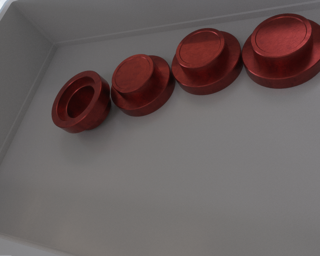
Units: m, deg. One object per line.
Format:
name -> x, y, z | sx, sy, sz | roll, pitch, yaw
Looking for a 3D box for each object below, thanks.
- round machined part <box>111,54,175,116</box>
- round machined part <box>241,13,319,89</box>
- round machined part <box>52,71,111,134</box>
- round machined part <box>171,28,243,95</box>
round machined part -> -0.031, -0.069, 0.454 | 0.098, 0.042, 0.098 | -13, 56, 21
round machined part -> 0.149, -0.100, 0.378 | 0.098, 0.042, 0.098 | -13, 56, 21
round machined part -> -0.114, -0.035, 0.472 | 0.098, 0.042, 0.098 | -17, 55, 26
round machined part -> 0.060, -0.097, 0.423 | 0.098, 0.042, 0.098 | -13, 56, 21
